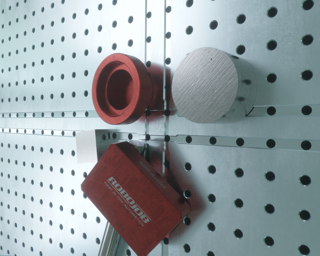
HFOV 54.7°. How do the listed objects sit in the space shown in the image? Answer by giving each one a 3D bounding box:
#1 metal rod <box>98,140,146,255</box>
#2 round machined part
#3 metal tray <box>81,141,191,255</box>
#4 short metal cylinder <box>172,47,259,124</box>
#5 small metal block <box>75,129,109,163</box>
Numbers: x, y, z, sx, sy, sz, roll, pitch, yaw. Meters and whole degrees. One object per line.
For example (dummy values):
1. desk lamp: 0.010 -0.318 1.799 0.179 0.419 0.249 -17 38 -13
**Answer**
1. metal rod: -0.072 0.161 0.466 0.025 0.025 0.298 26 106 36
2. round machined part: -0.049 -0.053 0.436 0.098 0.042 0.097 0 90 40
3. metal tray: -0.036 0.092 0.410 0.130 0.030 0.090 44 112 16
4. short metal cylinder: 0.060 -0.044 0.342 0.080 0.050 0.079 0 90 39
5. small metal block: -0.108 0.030 0.496 0.050 0.025 0.050 -9 84 39
